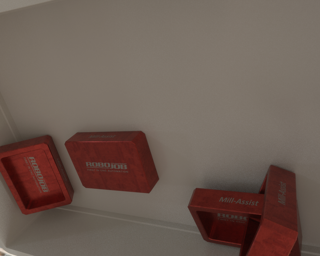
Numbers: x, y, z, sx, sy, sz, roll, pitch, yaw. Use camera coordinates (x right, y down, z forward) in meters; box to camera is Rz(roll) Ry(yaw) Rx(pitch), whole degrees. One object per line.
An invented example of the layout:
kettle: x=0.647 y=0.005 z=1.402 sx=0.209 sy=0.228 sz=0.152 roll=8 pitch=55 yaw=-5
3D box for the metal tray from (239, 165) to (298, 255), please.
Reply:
metal tray: x=0.115 y=0.106 z=0.334 sx=0.030 sy=0.131 sz=0.089 roll=21 pitch=113 yaw=16

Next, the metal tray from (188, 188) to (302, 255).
metal tray: x=0.112 y=0.123 z=0.407 sx=0.130 sy=0.030 sz=0.090 roll=-1 pitch=132 yaw=29

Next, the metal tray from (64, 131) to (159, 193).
metal tray: x=-0.074 y=0.052 z=0.475 sx=0.130 sy=0.030 sz=0.089 roll=-2 pitch=118 yaw=28

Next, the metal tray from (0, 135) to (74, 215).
metal tray: x=-0.215 y=0.084 z=0.539 sx=0.091 sy=0.030 sz=0.129 roll=-14 pitch=116 yaw=-2
